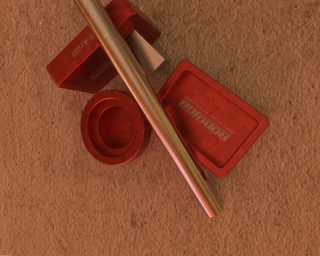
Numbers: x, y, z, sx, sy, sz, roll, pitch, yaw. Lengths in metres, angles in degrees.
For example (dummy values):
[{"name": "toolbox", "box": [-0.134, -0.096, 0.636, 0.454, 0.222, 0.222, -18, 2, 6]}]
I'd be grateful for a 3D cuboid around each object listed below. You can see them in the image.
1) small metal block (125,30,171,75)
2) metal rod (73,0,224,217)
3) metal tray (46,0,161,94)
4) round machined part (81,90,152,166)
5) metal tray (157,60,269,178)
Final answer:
[{"name": "small metal block", "box": [-0.015, -0.096, 0.396, 0.050, 0.050, 0.025, 45, 107, -1]}, {"name": "metal rod", "box": [-0.008, -0.021, 0.355, 0.025, 0.025, 0.299, -28, 103, 18]}, {"name": "metal tray", "box": [-0.069, -0.100, 0.398, 0.130, 0.090, 0.030, -39, 78, 15]}, {"name": "round machined part", "box": [-0.054, -0.001, 0.415, 0.098, 0.042, 0.097, 2, 94, 25]}, {"name": "metal tray", "box": [0.056, -0.012, 0.387, 0.130, 0.030, 0.090, 39, 102, 15]}]
